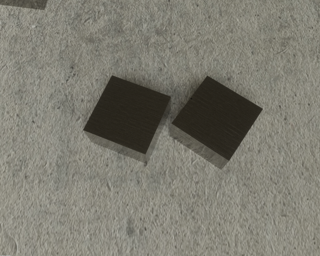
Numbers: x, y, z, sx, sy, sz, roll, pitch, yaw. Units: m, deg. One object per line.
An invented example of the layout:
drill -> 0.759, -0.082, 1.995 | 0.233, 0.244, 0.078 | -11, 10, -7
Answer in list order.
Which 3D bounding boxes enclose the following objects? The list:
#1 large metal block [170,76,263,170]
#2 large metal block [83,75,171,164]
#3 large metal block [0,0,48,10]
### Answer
large metal block -> 0.070, -0.006, 0.397 | 0.080, 0.050, 0.080 | 34, 73, 11
large metal block -> -0.039, -0.010, 0.398 | 0.080, 0.050, 0.080 | 21, 71, 7
large metal block -> -0.216, -0.237, 0.480 | 0.080, 0.050, 0.080 | 8, 70, 3
